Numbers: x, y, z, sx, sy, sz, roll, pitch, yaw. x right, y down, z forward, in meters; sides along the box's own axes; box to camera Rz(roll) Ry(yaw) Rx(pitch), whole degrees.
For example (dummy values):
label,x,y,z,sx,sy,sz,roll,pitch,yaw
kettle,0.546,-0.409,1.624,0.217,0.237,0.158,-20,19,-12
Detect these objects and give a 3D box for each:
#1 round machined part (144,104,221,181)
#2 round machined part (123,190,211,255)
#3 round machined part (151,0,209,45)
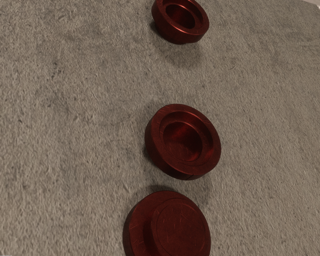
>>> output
label,x,y,z,sx,sy,sz,roll,pitch,yaw
round machined part,0.025,0.021,0.395,0.099,0.042,0.098,14,56,-21
round machined part,0.014,0.114,0.332,0.099,0.042,0.098,14,56,-21
round machined part,0.030,-0.180,0.521,0.099,0.042,0.098,14,56,-21
